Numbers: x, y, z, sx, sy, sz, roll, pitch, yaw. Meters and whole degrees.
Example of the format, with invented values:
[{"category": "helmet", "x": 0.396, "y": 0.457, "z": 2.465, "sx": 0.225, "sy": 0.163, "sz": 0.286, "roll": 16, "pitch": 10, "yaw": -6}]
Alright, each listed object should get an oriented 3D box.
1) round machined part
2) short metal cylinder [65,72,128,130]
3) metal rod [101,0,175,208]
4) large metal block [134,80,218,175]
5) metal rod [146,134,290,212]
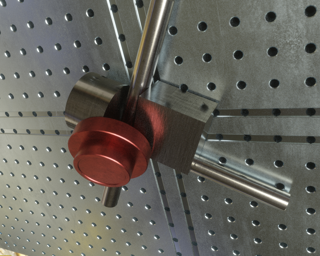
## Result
[{"category": "round machined part", "x": -0.063, "y": 0.035, "z": 0.369, "sx": 0.098, "sy": 0.042, "sz": 0.097, "roll": 9, "pitch": 140, "yaw": 8}, {"category": "short metal cylinder", "x": -0.075, "y": -0.025, "z": 0.397, "sx": 0.050, "sy": 0.080, "sz": 0.079, "roll": 23, "pitch": 127, "yaw": 14}, {"category": "metal rod", "x": -0.036, "y": -0.013, "z": 0.396, "sx": 0.025, "sy": 0.025, "sz": 0.298, "roll": 25, "pitch": 120, "yaw": 12}, {"category": "large metal block", "x": 0.016, "y": -0.001, "z": 0.380, "sx": 0.080, "sy": 0.050, "sz": 0.079, "roll": 23, "pitch": 127, "yaw": 13}, {"category": "metal rod", "x": 0.022, "y": 0.037, "z": 0.421, "sx": 0.301, "sy": 0.025, "sz": 0.025, "roll": 22, "pitch": 127, "yaw": 14}]
